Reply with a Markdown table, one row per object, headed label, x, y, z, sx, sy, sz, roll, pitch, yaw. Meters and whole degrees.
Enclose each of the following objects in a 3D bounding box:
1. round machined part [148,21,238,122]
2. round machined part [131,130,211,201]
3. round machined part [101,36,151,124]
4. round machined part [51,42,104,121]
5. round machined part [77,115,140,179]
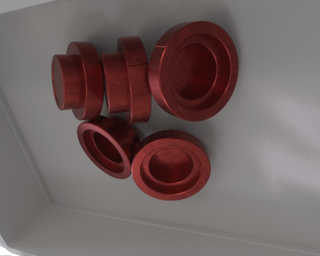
| label | x | y | z | sx | sy | sz | roll | pitch | yaw |
| --- | --- | --- | --- | --- | --- | --- | --- | --- | --- |
| round machined part | 0.030 | -0.058 | 0.320 | 0.042 | 0.099 | 0.097 | 24 | 136 | 55 |
| round machined part | 0.014 | 0.044 | 0.402 | 0.099 | 0.042 | 0.097 | 0 | 119 | 0 |
| round machined part | -0.041 | -0.052 | 0.349 | 0.042 | 0.098 | 0.097 | -8 | 122 | -12 |
| round machined part | -0.107 | -0.057 | 0.386 | 0.098 | 0.042 | 0.097 | 24 | 118 | 57 |
| round machined part | -0.066 | 0.021 | 0.436 | 0.098 | 0.042 | 0.097 | 26 | 140 | 25 |
